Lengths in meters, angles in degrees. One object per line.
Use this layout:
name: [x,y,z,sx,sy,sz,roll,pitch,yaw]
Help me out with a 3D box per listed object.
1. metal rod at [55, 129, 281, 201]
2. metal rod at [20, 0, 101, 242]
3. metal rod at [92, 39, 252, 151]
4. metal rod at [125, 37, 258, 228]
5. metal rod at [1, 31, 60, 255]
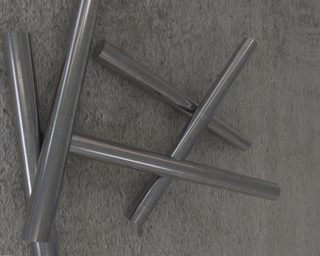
metal rod: [0.028,0.051,0.377,0.302,0.025,0.025,16,79,-23]
metal rod: [-0.089,-0.045,0.309,0.025,0.025,0.299,20,71,-38]
metal rod: [0.038,-0.030,0.436,0.301,0.025,0.025,29,72,-36]
metal rod: [0.050,-0.005,0.417,0.025,0.025,0.300,44,73,-31]
metal rod: [-0.120,0.060,0.303,0.025,0.025,0.298,-10,96,-40]
